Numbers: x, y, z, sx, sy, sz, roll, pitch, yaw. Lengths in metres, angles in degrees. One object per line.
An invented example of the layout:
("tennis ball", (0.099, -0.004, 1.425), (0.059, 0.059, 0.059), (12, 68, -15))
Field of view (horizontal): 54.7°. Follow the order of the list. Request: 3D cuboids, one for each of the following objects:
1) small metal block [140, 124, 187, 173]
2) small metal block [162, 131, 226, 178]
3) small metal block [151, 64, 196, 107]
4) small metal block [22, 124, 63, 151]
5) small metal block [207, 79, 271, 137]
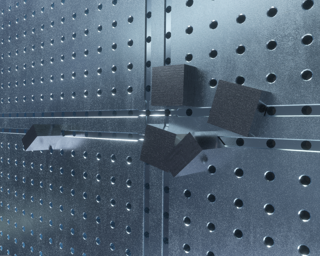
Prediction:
("small metal block", (0.004, 0.025, 0.404), (0.050, 0.025, 0.050), (19, 102, 38))
("small metal block", (0.040, 0.030, 0.359), (0.050, 0.050, 0.025), (-48, 62, 29))
("small metal block", (0.017, -0.053, 0.394), (0.050, 0.025, 0.050), (3, 92, 39))
("small metal block", (-0.216, 0.017, 0.567), (0.050, 0.050, 0.025), (-41, 66, 32))
("small metal block", (0.085, -0.022, 0.338), (0.050, 0.025, 0.050), (23, 104, 37))
